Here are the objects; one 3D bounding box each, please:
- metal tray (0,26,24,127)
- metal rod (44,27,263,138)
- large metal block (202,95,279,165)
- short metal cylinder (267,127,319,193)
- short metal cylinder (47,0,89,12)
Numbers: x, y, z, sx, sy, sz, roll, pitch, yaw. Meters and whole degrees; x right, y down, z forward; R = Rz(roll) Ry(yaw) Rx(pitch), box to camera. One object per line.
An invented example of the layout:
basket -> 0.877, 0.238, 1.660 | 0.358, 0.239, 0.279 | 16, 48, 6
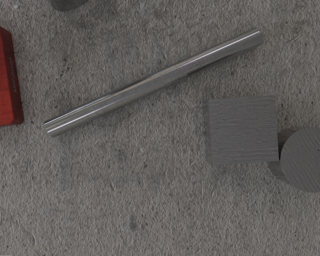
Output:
metal tray -> -0.238, -0.063, 0.405 | 0.091, 0.030, 0.129 | -9, 90, 0
metal rod -> -0.008, -0.060, 0.409 | 0.301, 0.025, 0.025 | -24, 90, 0
large metal block -> 0.101, 0.002, 0.398 | 0.081, 0.050, 0.080 | -4, 90, 0
short metal cylinder -> 0.186, 0.038, 0.399 | 0.081, 0.050, 0.079 | 0, 90, 0
short metal cylinder -> -0.114, -0.191, 0.381 | 0.080, 0.080, 0.050 | -37, 90, 0
